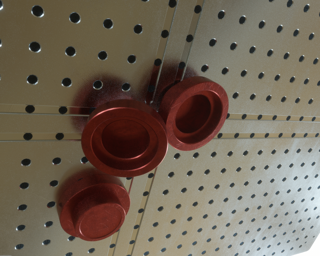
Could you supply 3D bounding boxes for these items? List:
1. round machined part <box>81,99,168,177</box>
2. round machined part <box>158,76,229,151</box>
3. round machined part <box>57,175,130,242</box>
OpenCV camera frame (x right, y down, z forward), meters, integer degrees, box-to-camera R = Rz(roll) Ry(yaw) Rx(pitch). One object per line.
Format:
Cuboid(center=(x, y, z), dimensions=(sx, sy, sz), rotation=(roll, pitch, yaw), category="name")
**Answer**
Cuboid(center=(-0.040, 0.009, 0.370), dimensions=(0.099, 0.042, 0.097), rotation=(-1, 122, -2), category="round machined part")
Cuboid(center=(0.038, -0.022, 0.406), dimensions=(0.099, 0.042, 0.097), rotation=(-17, 126, -25), category="round machined part")
Cuboid(center=(-0.087, 0.116, 0.426), dimensions=(0.099, 0.042, 0.097), rotation=(-14, 125, -21), category="round machined part")
